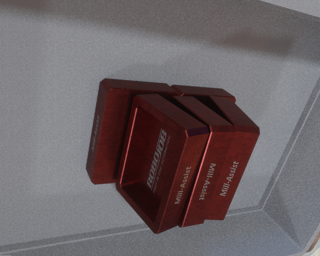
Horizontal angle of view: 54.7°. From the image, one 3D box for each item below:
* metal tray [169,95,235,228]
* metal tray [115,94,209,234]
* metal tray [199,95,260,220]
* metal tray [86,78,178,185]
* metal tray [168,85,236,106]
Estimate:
[{"bbox_3d":[0.031,0.037,0.364,0.030,0.090,0.129,0,117,-28],"label":"metal tray"},{"bbox_3d":[-0.004,0.038,0.343,0.030,0.090,0.129,-8,123,-40],"label":"metal tray"},{"bbox_3d":[0.068,0.036,0.382,0.030,0.090,0.129,7,116,-16],"label":"metal tray"},{"bbox_3d":[-0.036,0.007,0.387,0.091,0.030,0.129,0,118,-29],"label":"metal tray"},{"bbox_3d":[0.043,0.008,0.432,0.091,0.030,0.129,0,118,-29],"label":"metal tray"}]
